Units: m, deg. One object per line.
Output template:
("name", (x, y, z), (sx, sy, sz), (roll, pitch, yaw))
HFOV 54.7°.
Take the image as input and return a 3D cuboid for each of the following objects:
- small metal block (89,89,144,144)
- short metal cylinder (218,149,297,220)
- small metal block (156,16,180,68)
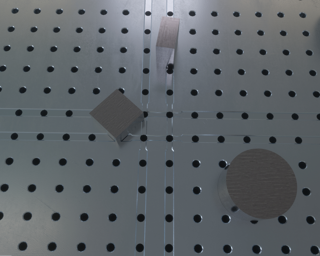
("small metal block", (-0.057, -0.016, 0.417), (0.050, 0.025, 0.050), (42, 75, 13))
("short metal cylinder", (0.115, 0.070, 0.374), (0.081, 0.050, 0.080), (0, 70, -1))
("small metal block", (0.011, -0.122, 0.443), (0.025, 0.050, 0.050), (9, 70, 3))
